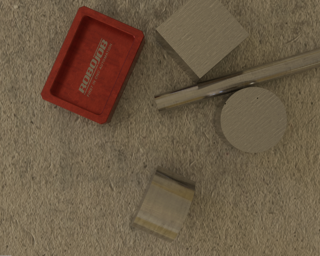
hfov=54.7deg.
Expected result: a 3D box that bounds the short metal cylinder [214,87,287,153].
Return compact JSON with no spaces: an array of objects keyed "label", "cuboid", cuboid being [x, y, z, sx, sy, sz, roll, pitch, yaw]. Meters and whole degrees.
[{"label":"short metal cylinder","cuboid":[0.113,-0.010,0.399,0.081,0.050,0.080,0,90,0]}]

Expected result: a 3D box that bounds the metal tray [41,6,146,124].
[{"label":"metal tray","cuboid":[-0.085,-0.080,0.406,0.090,0.030,0.129,24,90,0]}]

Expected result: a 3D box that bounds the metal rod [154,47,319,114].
[{"label":"metal rod","cuboid":[0.140,-0.073,0.411,0.302,0.025,0.025,-16,90,0]}]

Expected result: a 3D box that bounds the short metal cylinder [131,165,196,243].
[{"label":"short metal cylinder","cuboid":[0.004,0.093,0.383,0.050,0.080,0.080,24,90,0]}]

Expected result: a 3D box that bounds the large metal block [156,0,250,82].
[{"label":"large metal block","cuboid":[0.052,-0.116,0.398,0.080,0.050,0.080,-42,90,0]}]
